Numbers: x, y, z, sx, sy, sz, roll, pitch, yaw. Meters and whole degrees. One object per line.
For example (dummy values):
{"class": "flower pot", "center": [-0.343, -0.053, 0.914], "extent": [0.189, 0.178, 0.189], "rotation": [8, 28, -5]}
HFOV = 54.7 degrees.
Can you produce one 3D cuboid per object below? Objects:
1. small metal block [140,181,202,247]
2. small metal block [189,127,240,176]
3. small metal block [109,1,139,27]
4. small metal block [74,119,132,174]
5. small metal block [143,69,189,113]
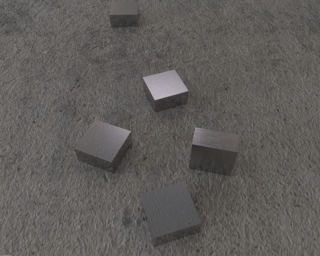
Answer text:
{"class": "small metal block", "center": [0.010, 0.090, 0.327], "extent": [0.050, 0.025, 0.050], "rotation": [-14, 51, -11]}
{"class": "small metal block", "center": [0.062, 0.029, 0.363], "extent": [0.050, 0.050, 0.025], "rotation": [10, 51, 8]}
{"class": "small metal block", "center": [-0.066, -0.215, 0.584], "extent": [0.050, 0.025, 0.050], "rotation": [-1, 50, -1]}
{"class": "small metal block", "center": [-0.069, 0.022, 0.384], "extent": [0.050, 0.025, 0.050], "rotation": [18, 52, 14]}
{"class": "small metal block", "center": [0.007, -0.054, 0.449], "extent": [0.050, 0.025, 0.050], "rotation": [-17, 52, -14]}
